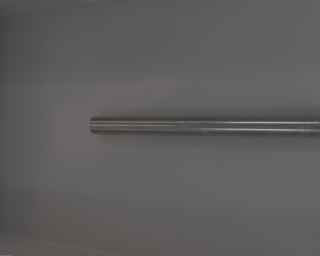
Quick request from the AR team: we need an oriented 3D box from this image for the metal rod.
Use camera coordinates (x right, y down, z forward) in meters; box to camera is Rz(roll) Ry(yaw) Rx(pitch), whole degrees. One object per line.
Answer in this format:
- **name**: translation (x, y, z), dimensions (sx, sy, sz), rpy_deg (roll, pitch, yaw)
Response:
- **metal rod**: translation (0.048, -0.002, 0.393), dimensions (0.301, 0.025, 0.025), rpy_deg (1, 90, 20)
